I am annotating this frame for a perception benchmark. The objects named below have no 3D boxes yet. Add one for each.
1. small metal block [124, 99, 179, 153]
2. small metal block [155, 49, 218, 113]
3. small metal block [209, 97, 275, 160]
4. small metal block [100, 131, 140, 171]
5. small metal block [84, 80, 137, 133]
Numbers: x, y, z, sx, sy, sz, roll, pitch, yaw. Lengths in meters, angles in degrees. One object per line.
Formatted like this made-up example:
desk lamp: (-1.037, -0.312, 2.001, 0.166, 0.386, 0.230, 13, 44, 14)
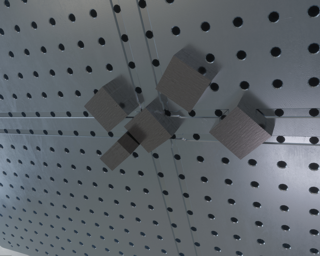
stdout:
small metal block: (-0.012, -0.001, 0.417, 0.050, 0.025, 0.050, 48, 129, -6)
small metal block: (0.030, -0.055, 0.362, 0.050, 0.025, 0.050, 35, 129, 4)
small metal block: (0.095, 0.001, 0.362, 0.050, 0.025, 0.050, 41, 129, 0)
small metal block: (-0.051, 0.027, 0.439, 0.025, 0.050, 0.050, 45, 129, -3)
small metal block: (-0.069, -0.029, 0.430, 0.050, 0.025, 0.050, 48, 129, -6)
